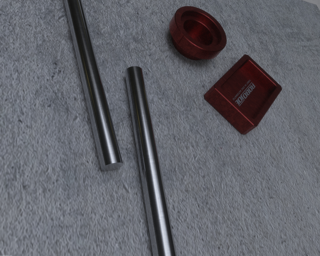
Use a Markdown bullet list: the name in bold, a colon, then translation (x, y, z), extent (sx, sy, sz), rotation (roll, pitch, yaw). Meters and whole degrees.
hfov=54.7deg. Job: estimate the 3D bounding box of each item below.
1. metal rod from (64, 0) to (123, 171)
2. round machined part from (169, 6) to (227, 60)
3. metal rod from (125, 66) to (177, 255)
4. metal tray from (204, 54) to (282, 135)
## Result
- **metal rod**: translation (-0.095, -0.088, 0.406), extent (0.025, 0.025, 0.299), rotation (-4, 64, -30)
- **round machined part**: translation (0.059, -0.153, 0.520), extent (0.099, 0.042, 0.098), rotation (14, 56, -21)
- **metal rod**: translation (-0.011, 0.053, 0.366), extent (0.025, 0.025, 0.299), rotation (3, 60, -27)
- **metal tray**: translation (0.142, -0.060, 0.515), extent (0.090, 0.030, 0.131), rotation (44, 51, 2)
